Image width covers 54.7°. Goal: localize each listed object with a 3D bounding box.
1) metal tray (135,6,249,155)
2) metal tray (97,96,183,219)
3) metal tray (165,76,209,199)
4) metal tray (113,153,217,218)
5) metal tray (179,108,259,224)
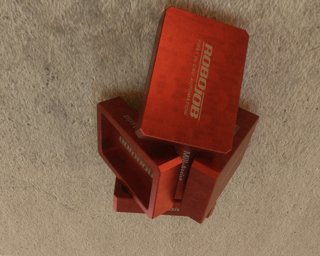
[{"bbox_3d":[0.033,-0.045,0.310,0.091,0.129,0.030,14,170,-12],"label":"metal tray"},{"bbox_3d":[-0.031,0.033,0.373,0.030,0.130,0.089,-22,138,-31],"label":"metal tray"},{"bbox_3d":[0.025,0.013,0.377,0.030,0.090,0.129,5,130,-5],"label":"metal tray"},{"bbox_3d":[0.005,0.074,0.428,0.131,0.090,0.030,5,130,-5],"label":"metal tray"},{"bbox_3d":[0.075,0.042,0.380,0.030,0.131,0.089,27,134,21],"label":"metal tray"}]
